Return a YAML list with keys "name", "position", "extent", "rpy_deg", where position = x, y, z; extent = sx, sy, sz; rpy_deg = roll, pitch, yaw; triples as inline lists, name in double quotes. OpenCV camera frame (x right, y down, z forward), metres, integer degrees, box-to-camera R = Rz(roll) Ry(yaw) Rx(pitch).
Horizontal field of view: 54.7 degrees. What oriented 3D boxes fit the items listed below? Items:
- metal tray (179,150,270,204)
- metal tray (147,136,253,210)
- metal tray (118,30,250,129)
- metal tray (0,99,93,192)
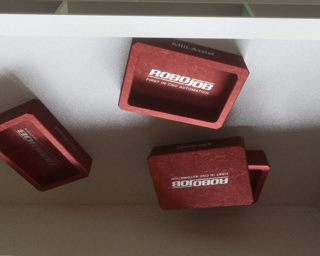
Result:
- name: "metal tray"
  position: [0.089, 0.075, 0.470]
  extent: [0.131, 0.030, 0.089]
  rpy_deg: [1, 130, -1]
- name: "metal tray"
  position: [0.056, 0.065, 0.431]
  extent: [0.130, 0.030, 0.089]
  rpy_deg: [-8, 111, 15]
- name: "metal tray"
  position: [0.024, -0.052, 0.361]
  extent: [0.131, 0.030, 0.089]
  rpy_deg: [11, 129, -10]
- name: "metal tray"
  position: [-0.167, 0.030, 0.428]
  extent: [0.090, 0.030, 0.130]
  rpy_deg: [-20, 128, 16]
